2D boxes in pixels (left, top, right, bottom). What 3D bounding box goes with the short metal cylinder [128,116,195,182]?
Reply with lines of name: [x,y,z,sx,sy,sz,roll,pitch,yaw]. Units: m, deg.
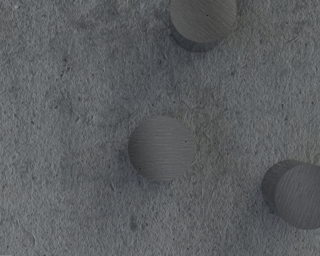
short metal cylinder: [0.002,0.025,0.397,0.081,0.050,0.080,0,90,0]

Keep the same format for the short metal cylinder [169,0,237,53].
short metal cylinder: [0.052,-0.143,0.398,0.081,0.050,0.080,0,90,0]

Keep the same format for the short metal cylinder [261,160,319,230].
short metal cylinder: [0.179,0.083,0.399,0.081,0.050,0.080,0,90,0]
